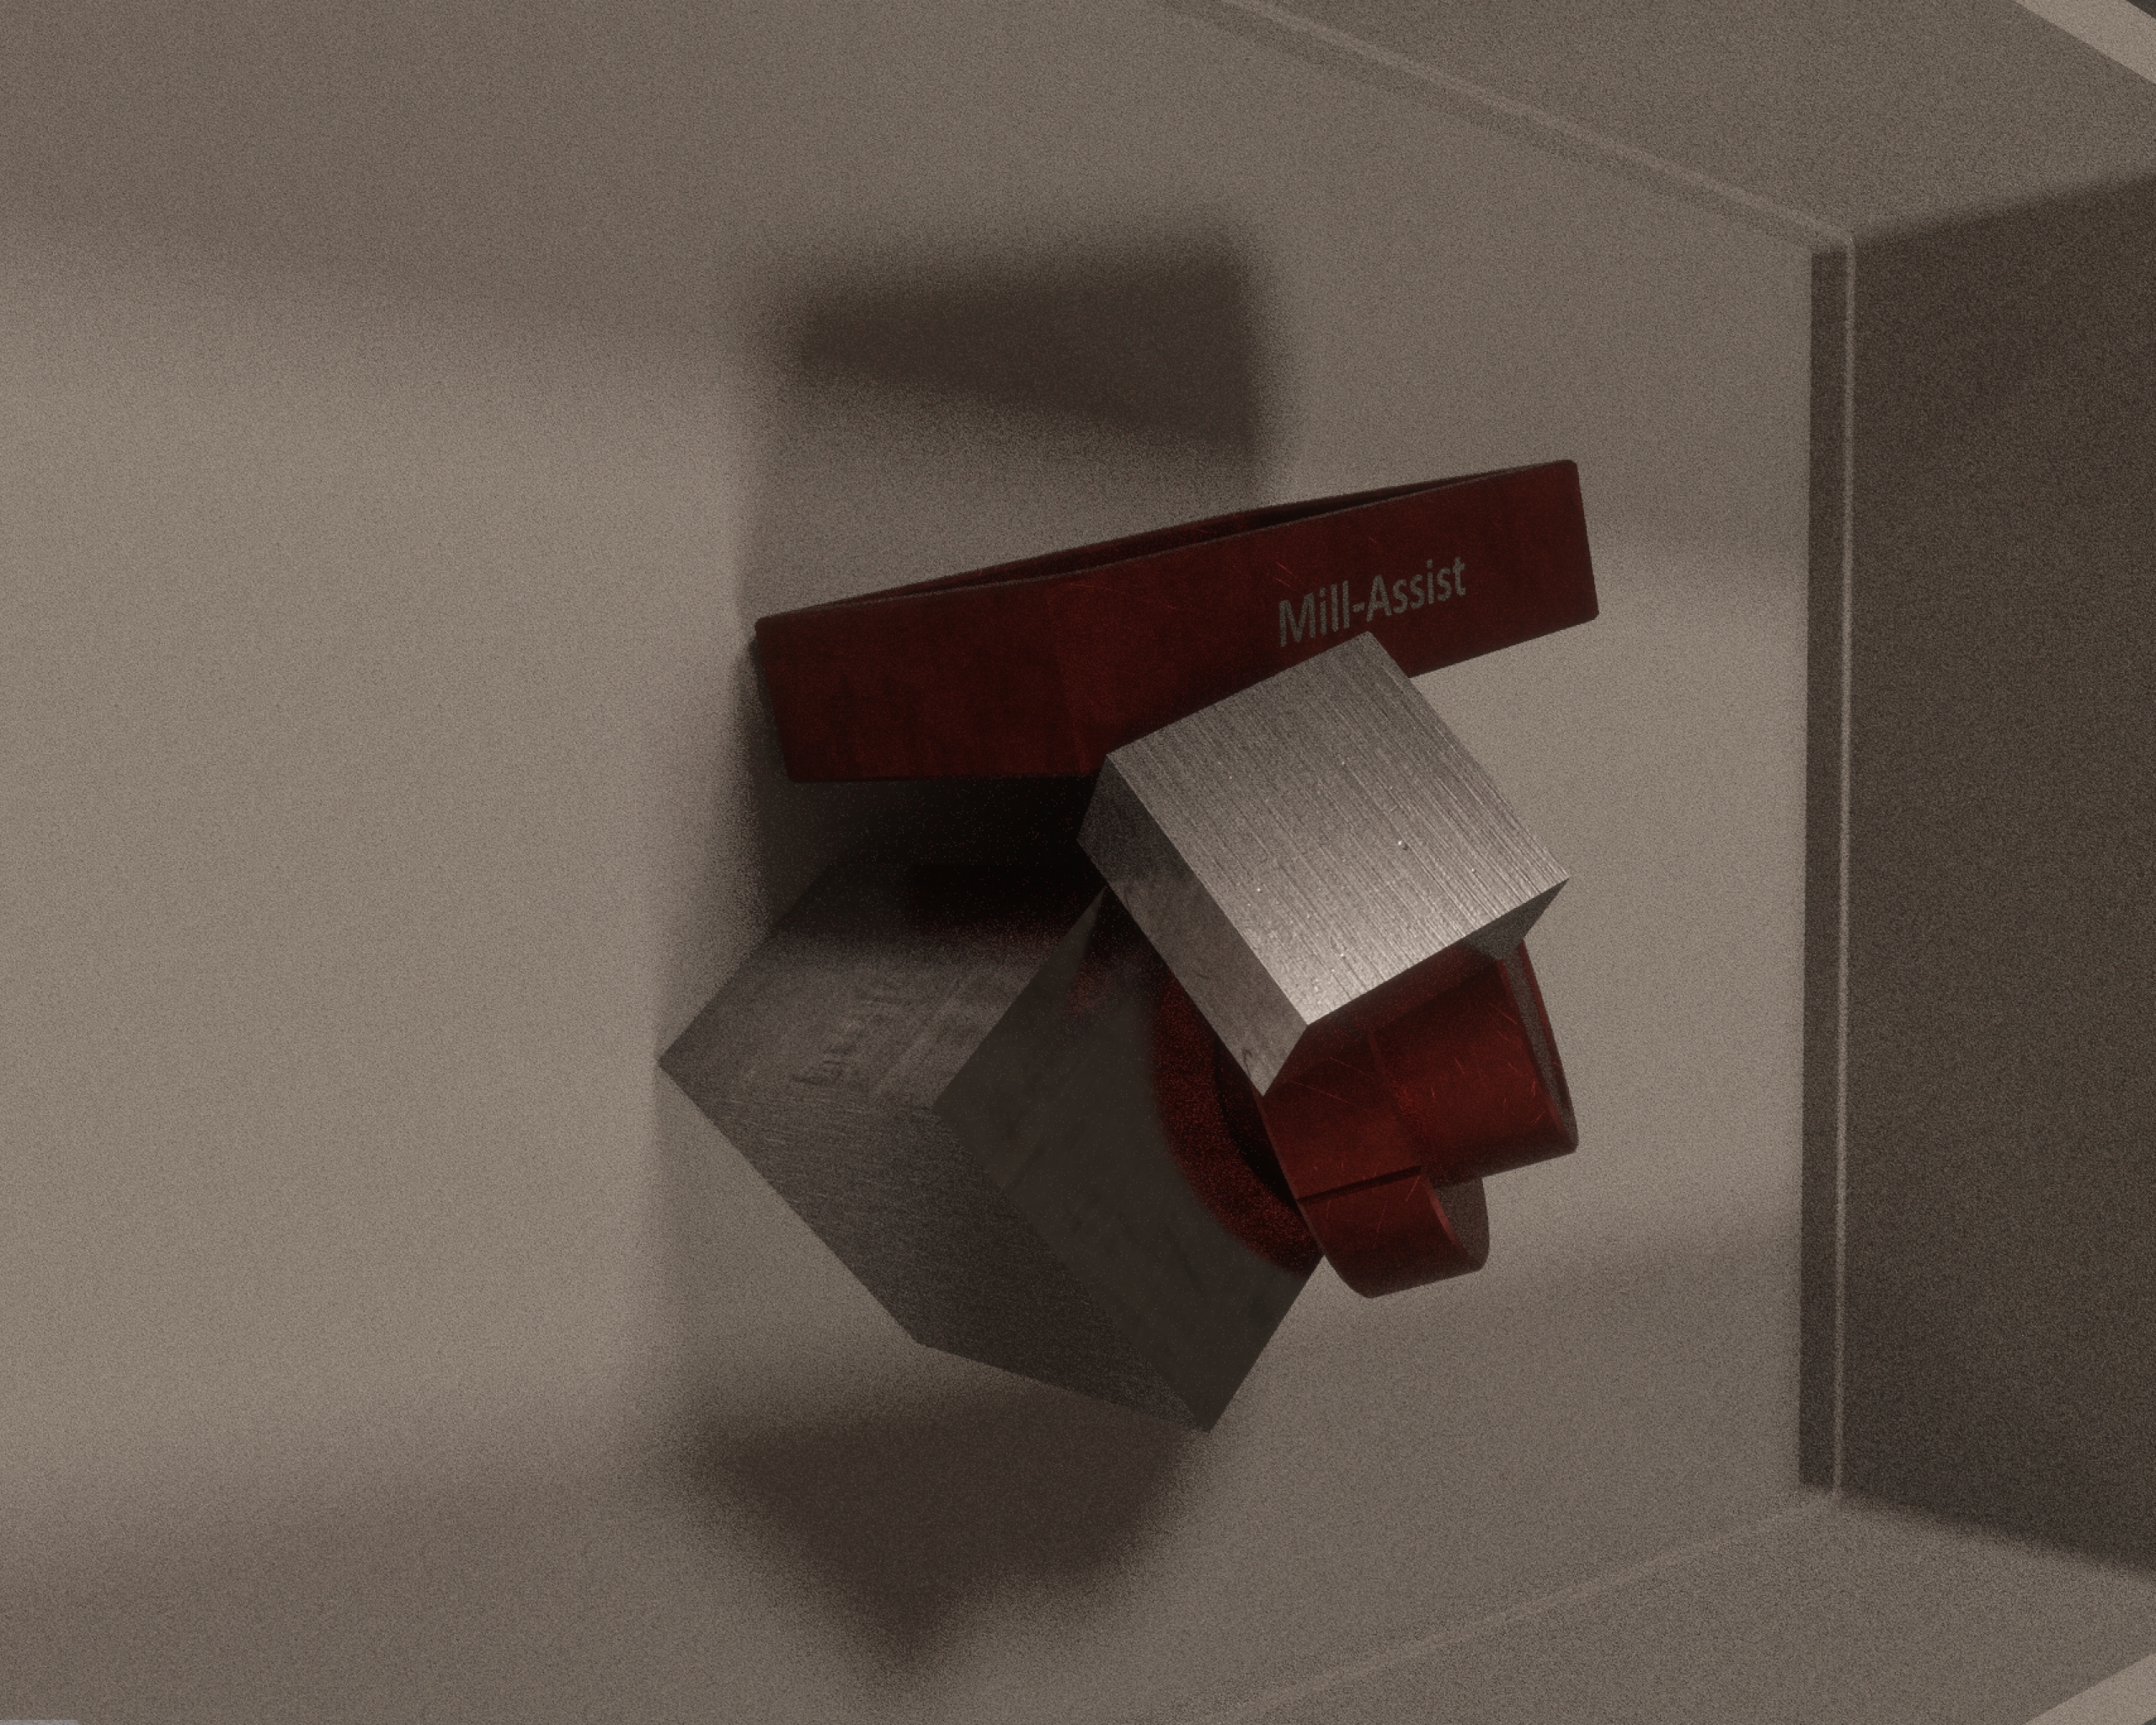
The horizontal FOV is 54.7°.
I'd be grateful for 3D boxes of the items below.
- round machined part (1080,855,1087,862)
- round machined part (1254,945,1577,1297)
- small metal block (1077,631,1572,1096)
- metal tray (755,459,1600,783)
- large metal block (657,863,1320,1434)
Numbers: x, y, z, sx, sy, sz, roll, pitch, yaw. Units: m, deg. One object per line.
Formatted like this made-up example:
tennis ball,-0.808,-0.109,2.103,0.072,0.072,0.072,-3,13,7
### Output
round machined part,0.038,0.009,0.430,0.099,0.042,0.097,0,90,-40
round machined part,0.058,0.024,0.369,0.098,0.042,0.097,-19,90,-76
small metal block,0.036,-0.001,0.317,0.050,0.025,0.050,-27,69,-24
metal tray,0.020,-0.045,0.380,0.131,0.090,0.030,-19,103,-39
large metal block,-0.012,0.046,0.361,0.050,0.080,0.080,-52,121,-28
